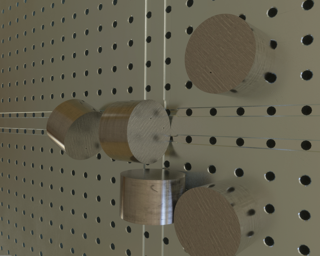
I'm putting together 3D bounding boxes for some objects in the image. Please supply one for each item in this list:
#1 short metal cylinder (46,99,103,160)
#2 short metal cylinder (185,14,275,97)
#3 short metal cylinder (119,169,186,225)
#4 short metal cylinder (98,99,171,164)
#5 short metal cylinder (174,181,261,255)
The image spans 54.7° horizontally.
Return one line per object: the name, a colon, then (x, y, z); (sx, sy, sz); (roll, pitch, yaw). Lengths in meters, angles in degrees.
short metal cylinder: (-0.123, 0.002, 0.472); (0.050, 0.081, 0.079); (31, 109, 35)
short metal cylinder: (0.074, -0.074, 0.331); (0.080, 0.050, 0.079); (0, 90, 39)
short metal cylinder: (-0.009, 0.081, 0.379); (0.080, 0.081, 0.050); (3, 92, 39)
short metal cylinder: (-0.031, 0.004, 0.397); (0.050, 0.081, 0.079); (1, 91, 40)
short metal cylinder: (0.062, 0.101, 0.340); (0.080, 0.050, 0.079); (0, 90, 39)
